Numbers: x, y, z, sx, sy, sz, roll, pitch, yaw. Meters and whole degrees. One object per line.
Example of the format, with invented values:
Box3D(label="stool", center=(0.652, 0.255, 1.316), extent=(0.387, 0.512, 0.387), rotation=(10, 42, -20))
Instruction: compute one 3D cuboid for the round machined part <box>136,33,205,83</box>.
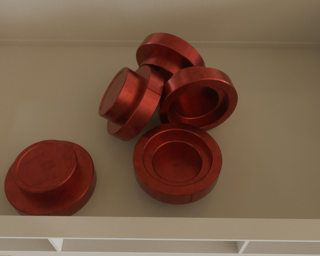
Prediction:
Box3D(label="round machined part", center=(0.009, -0.078, 0.425), extent=(0.098, 0.098, 0.042), rotation=(22, 65, 17))

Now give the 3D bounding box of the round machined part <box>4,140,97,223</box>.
Box3D(label="round machined part", center=(-0.124, 0.052, 0.349), extent=(0.099, 0.042, 0.098), rotation=(0, 50, 0))

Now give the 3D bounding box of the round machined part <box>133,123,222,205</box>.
Box3D(label="round machined part", center=(0.019, 0.044, 0.357), extent=(0.099, 0.042, 0.098), rotation=(0, 50, 0))

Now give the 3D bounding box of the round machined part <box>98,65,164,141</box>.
Box3D(label="round machined part", center=(-0.041, -0.036, 0.384), extent=(0.042, 0.098, 0.098), rotation=(29, 45, -24))

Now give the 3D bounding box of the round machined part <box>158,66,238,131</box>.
Box3D(label="round machined part", center=(0.044, -0.039, 0.390), extent=(0.099, 0.097, 0.042), rotation=(-8, 51, -7))
